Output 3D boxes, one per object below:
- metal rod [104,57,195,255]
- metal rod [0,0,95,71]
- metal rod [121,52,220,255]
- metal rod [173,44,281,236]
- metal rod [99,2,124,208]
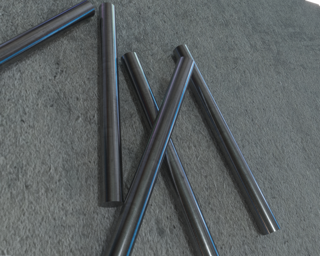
[{"bbox_3d":[-0.009,0.034,0.353,0.025,0.025,0.300,27,60,-12],"label":"metal rod"},{"bbox_3d":[-0.179,-0.084,0.358,0.025,0.025,0.301,40,51,-1],"label":"metal rod"},{"bbox_3d":[0.008,0.030,0.389,0.025,0.025,0.299,-9,66,-32],"label":"metal rod"},{"bbox_3d":[0.088,0.004,0.448,0.025,0.025,0.299,-10,67,-33],"label":"metal rod"},{"bbox_3d":[-0.065,-0.050,0.398,0.025,0.025,0.299,8,58,-24],"label":"metal rod"}]
